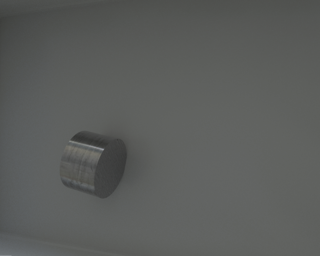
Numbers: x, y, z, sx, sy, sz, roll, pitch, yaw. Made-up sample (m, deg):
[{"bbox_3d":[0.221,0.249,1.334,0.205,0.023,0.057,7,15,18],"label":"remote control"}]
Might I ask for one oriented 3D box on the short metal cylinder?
[{"bbox_3d":[-0.086,0.048,0.412,0.050,0.080,0.080,12,94,20],"label":"short metal cylinder"}]
